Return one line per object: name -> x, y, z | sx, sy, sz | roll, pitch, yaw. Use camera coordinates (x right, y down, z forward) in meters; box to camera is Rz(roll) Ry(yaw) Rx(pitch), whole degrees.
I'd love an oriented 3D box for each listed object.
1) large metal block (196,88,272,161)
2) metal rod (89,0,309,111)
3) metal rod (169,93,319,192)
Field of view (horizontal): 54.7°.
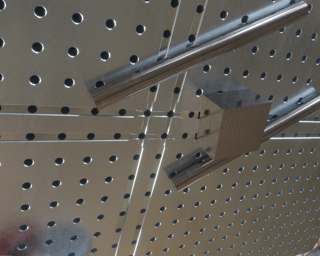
large metal block -> 0.104, -0.007, 0.448 | 0.081, 0.050, 0.079 | -10, 123, -23
metal rod -> 0.057, -0.095, 0.383 | 0.302, 0.025, 0.025 | -26, 128, -12
metal rod -> 0.151, 0.019, 0.505 | 0.302, 0.025, 0.025 | -28, 128, -11
